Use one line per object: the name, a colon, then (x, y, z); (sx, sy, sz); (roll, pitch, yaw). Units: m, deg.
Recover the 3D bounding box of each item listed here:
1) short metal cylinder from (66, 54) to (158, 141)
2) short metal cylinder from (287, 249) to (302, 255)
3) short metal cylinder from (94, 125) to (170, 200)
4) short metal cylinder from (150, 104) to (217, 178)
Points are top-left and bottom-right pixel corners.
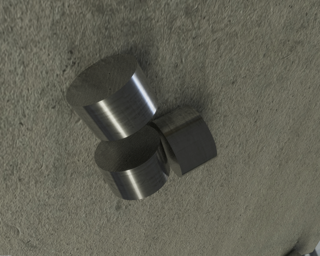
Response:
short metal cylinder: (-0.049, -0.033, 0.324); (0.080, 0.080, 0.050); (-35, 129, -6)
short metal cylinder: (0.354, 0.357, 0.786); (0.050, 0.080, 0.080); (-41, 129, 0)
short metal cylinder: (-0.032, 0.040, 0.378); (0.080, 0.080, 0.050); (-27, 128, -12)
short metal cylinder: (0.029, 0.016, 0.397); (0.050, 0.080, 0.080); (-27, 128, -11)
